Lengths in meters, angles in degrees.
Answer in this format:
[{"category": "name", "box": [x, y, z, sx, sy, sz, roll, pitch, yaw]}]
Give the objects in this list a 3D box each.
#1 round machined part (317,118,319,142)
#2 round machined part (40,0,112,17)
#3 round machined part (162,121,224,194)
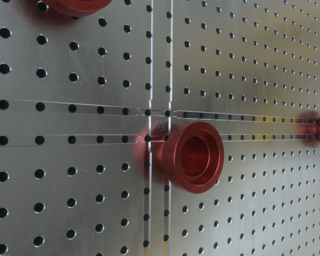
[{"category": "round machined part", "box": [0.410, 0.004, 0.739, 0.099, 0.042, 0.097, 0, 90, -40]}, {"category": "round machined part", "box": [-0.094, -0.163, 0.318, 0.099, 0.042, 0.097, 0, 90, -40]}, {"category": "round machined part", "box": [0.042, 0.039, 0.432, 0.099, 0.042, 0.097, 0, 90, -40]}]
